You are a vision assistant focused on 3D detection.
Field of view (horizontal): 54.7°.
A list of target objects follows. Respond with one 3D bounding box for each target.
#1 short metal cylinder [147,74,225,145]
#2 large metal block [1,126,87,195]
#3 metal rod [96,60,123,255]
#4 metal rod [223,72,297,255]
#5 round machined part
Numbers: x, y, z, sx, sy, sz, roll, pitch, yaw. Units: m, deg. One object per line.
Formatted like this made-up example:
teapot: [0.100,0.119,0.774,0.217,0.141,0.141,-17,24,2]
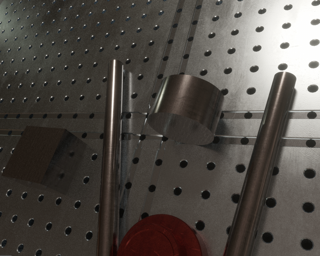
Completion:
short metal cylinder: [0.031,-0.020,0.368,0.080,0.080,0.050,6,65,30]
large metal block: [-0.166,0.045,0.449,0.080,0.050,0.080,4,63,29]
metal rod: [-0.066,0.023,0.426,0.025,0.025,0.299,-16,55,19]
metal rod: [0.094,0.071,0.314,0.025,0.025,0.300,9,66,32]
round machined part: [-0.004,0.136,0.315,0.098,0.042,0.098,-13,56,20]
